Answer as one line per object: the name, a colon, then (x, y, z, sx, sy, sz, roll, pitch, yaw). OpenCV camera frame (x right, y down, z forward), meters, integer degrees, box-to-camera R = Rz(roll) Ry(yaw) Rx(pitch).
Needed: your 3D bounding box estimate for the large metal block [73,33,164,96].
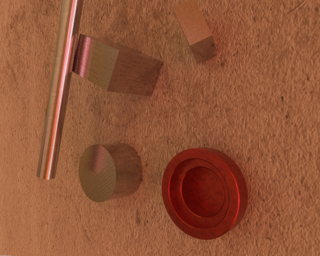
large metal block: (-0.057, -0.083, 0.414, 0.080, 0.081, 0.050, 31, 109, 35)

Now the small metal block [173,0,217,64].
small metal block: (0.041, -0.108, 0.350, 0.025, 0.050, 0.050, -24, 73, 10)

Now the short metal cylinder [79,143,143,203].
short metal cylinder: (-0.072, 0.062, 0.445, 0.080, 0.050, 0.079, 0, 90, 39)

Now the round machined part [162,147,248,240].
round machined part: (0.053, 0.070, 0.349, 0.098, 0.042, 0.097, 0, 90, 39)

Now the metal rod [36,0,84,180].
metal rod: (-0.127, -0.077, 0.402, 0.025, 0.025, 0.298, 20, 103, 38)
